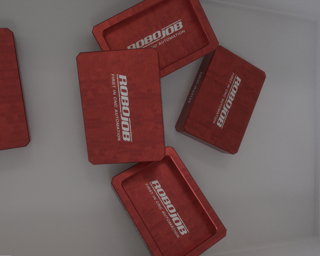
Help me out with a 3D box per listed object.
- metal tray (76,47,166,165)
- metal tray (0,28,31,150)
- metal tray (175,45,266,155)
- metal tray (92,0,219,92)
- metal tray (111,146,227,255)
[{"bbox_3d":[-0.043,-0.025,0.364,0.091,0.030,0.129,-4,101,2],"label":"metal tray"},{"bbox_3d":[-0.198,-0.038,0.335,0.091,0.030,0.129,-9,93,-20],"label":"metal tray"},{"bbox_3d":[0.088,-0.038,0.440,0.090,0.030,0.130,25,82,-18],"label":"metal tray"},{"bbox_3d":[-0.005,-0.110,0.385,0.130,0.030,0.090,-28,100,-1],"label":"metal tray"},{"bbox_3d":[0.009,0.099,0.386,0.091,0.030,0.130,-29,77,-18],"label":"metal tray"}]
